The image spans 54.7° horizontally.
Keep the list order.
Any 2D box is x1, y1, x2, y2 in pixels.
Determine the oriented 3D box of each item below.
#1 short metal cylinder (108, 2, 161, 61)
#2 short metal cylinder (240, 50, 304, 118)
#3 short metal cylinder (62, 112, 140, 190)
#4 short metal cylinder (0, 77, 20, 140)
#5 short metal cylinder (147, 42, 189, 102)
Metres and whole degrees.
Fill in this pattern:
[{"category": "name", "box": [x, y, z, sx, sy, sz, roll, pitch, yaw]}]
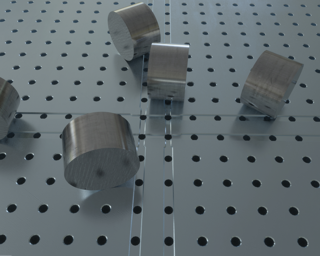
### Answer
[{"category": "short metal cylinder", "box": [-0.043, -0.156, 0.503, 0.050, 0.080, 0.080, -28, 56, -22]}, {"category": "short metal cylinder", "box": [0.153, -0.060, 0.424, 0.050, 0.080, 0.080, 30, 56, 22]}, {"category": "short metal cylinder", "box": [-0.067, 0.027, 0.348, 0.081, 0.080, 0.050, -11, 51, -10]}, {"category": "short metal cylinder", "box": [-0.227, -0.026, 0.391, 0.081, 0.080, 0.050, 0, 50, 0]}, {"category": "short metal cylinder", "box": [0.013, -0.079, 0.439, 0.050, 0.080, 0.080, 5, 50, 4]}]
